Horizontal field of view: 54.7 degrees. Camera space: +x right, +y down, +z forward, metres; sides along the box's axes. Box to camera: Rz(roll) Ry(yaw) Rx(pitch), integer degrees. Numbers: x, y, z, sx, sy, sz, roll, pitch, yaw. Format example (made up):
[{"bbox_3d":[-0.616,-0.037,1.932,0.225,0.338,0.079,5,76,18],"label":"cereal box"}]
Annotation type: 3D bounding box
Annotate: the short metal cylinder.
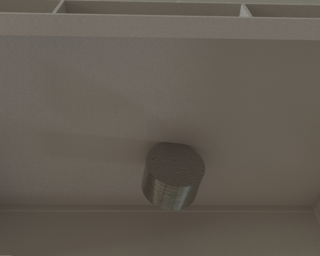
[{"bbox_3d":[0.017,0.066,0.430,0.081,0.080,0.050,7,130,-6],"label":"short metal cylinder"}]
